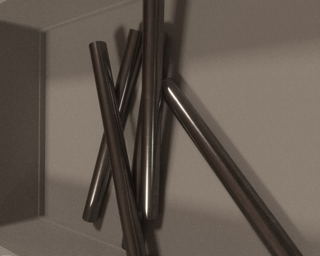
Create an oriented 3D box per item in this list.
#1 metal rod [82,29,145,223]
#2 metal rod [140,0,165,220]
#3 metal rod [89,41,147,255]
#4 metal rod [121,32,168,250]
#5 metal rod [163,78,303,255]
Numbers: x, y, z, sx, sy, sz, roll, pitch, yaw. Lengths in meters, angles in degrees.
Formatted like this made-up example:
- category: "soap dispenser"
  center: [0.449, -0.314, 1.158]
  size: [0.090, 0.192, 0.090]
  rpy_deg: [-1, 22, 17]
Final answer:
- category: "metal rod"
  center: [-0.071, 0.005, 0.462]
  size: [0.025, 0.025, 0.298]
  rpy_deg: [26, 106, 36]
- category: "metal rod"
  center: [-0.010, -0.028, 0.384]
  size: [0.025, 0.025, 0.298]
  rpy_deg: [12, 107, 39]
- category: "metal rod"
  center: [-0.059, 0.025, 0.418]
  size: [0.025, 0.025, 0.298]
  rpy_deg: [-20, 78, 38]
- category: "metal rod"
  center: [-0.022, 0.022, 0.422]
  size: [0.025, 0.025, 0.298]
  rpy_deg: [13, 98, 39]
- category: "metal rod"
  center: [0.081, 0.059, 0.338]
  size: [0.025, 0.025, 0.299]
  rpy_deg: [-48, 62, 29]
